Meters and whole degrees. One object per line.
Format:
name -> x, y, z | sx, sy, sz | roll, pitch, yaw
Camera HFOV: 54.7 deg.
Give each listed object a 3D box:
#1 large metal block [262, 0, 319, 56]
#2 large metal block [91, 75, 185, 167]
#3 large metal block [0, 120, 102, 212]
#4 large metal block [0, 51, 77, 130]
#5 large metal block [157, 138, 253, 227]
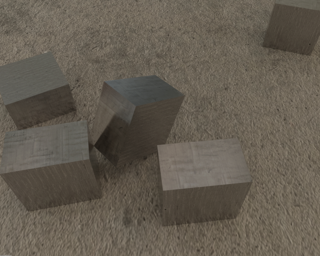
large metal block -> 0.224, -0.175, 0.516 | 0.080, 0.080, 0.050 | 15, 52, 12
large metal block -> -0.027, -0.011, 0.359 | 0.050, 0.079, 0.081 | 39, 34, 27
large metal block -> -0.111, 0.042, 0.331 | 0.081, 0.080, 0.050 | -9, 51, -8
large metal block -> -0.173, -0.053, 0.430 | 0.081, 0.050, 0.080 | -23, 54, -18
large metal block -> 0.040, 0.058, 0.319 | 0.081, 0.080, 0.050 | -5, 50, -4
